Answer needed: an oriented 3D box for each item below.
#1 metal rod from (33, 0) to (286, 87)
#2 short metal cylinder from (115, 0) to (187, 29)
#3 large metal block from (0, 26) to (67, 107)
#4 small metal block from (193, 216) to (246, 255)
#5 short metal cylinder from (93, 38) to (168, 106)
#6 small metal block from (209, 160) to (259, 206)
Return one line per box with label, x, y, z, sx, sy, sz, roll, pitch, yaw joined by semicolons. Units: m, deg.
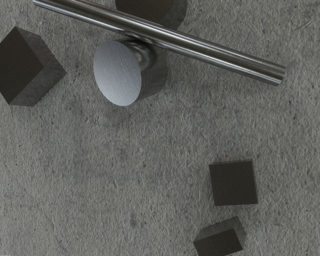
metal rod;-0.002;-0.109;0.364;0.301;0.025;0.025;19;97;1
short metal cylinder;-0.010;-0.163;0.398;0.080;0.050;0.079;0;90;19
large metal block;-0.203;-0.089;0.465;0.080;0.050;0.080;-40;78;15
small metal block;0.073;0.132;0.370;0.050;0.050;0.025;-26;82;18
short metal cylinder;-0.038;-0.073;0.391;0.080;0.050;0.079;18;120;33
small metal block;0.090;0.066;0.377;0.050;0.025;0.050;-8;87;19
